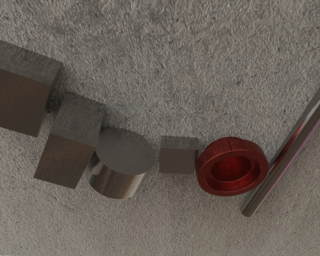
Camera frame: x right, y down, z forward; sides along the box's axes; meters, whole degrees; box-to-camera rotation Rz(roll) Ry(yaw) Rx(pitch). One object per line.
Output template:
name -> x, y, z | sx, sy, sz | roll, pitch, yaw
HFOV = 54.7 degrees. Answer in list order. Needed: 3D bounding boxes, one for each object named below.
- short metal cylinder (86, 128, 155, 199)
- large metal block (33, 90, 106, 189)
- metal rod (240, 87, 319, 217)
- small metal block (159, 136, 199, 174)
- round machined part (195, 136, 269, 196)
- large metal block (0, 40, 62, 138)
short metal cylinder -> -0.053, 0.046, 0.410 | 0.081, 0.080, 0.050 | 16, 128, -14
large metal block -> -0.110, 0.015, 0.382 | 0.050, 0.080, 0.079 | 21, 127, -17
metal rod -> 0.182, 0.031, 0.436 | 0.025, 0.025, 0.298 | 10, 130, -9
small metal block -> 0.026, 0.039, 0.441 | 0.050, 0.025, 0.050 | 3, 130, -3
round machined part -> 0.098, 0.050, 0.438 | 0.099, 0.042, 0.097 | -3, 131, -3
large metal block -> -0.166, -0.044, 0.351 | 0.081, 0.050, 0.079 | 18, 128, -16
